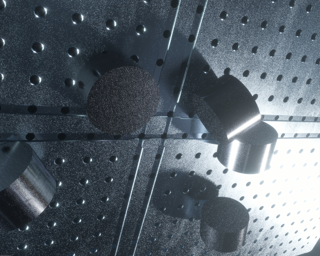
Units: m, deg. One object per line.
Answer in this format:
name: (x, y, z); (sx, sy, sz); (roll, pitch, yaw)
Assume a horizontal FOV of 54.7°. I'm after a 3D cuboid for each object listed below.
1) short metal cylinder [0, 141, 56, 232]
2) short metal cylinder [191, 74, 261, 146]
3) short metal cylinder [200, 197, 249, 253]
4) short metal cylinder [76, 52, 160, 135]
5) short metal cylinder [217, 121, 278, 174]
short metal cylinder: (-0.159, 0.060, 0.325); (0.080, 0.080, 0.050); (-28, 128, -11)
short metal cylinder: (0.085, -0.024, 0.407); (0.050, 0.080, 0.080); (-33, 129, -7)
short metal cylinder: (0.111, 0.167, 0.539); (0.081, 0.080, 0.050); (-14, 124, -21)
short metal cylinder: (-0.047, -0.039, 0.345); (0.081, 0.050, 0.079); (-14, 124, -21)
short metal cylinder: (0.128, 0.024, 0.460); (0.081, 0.080, 0.050); (-10, 123, -23)
